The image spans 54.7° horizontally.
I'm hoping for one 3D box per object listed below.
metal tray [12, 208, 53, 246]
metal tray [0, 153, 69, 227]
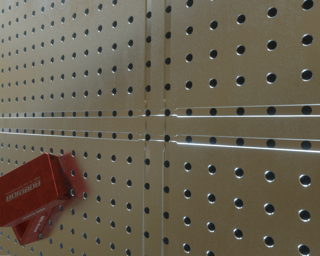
[{"bbox_3d":[-0.259,0.156,0.615,0.090,0.030,0.129,47,117,29],"label":"metal tray"},{"bbox_3d":[-0.237,0.113,0.561,0.130,0.030,0.090,-27,66,11],"label":"metal tray"}]
